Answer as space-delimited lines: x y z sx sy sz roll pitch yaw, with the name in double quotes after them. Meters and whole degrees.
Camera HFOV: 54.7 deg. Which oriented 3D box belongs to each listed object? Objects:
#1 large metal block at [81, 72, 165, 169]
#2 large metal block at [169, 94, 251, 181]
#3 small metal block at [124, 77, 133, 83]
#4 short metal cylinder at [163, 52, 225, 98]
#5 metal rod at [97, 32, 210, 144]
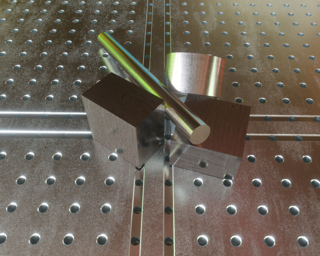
-0.042 -0.009 0.378 0.080 0.080 0.050 30 56 22 "large metal block"
0.062 0.010 0.383 0.080 0.050 0.080 14 51 11 "large metal block"
-0.040 -0.047 0.447 0.050 0.025 0.050 -19 53 -16 "small metal block"
0.045 -0.070 0.422 0.080 0.080 0.050 7 94 5 "short metal cylinder"
-0.027 -0.073 0.430 0.025 0.025 0.300 -22 42 -18 "metal rod"
